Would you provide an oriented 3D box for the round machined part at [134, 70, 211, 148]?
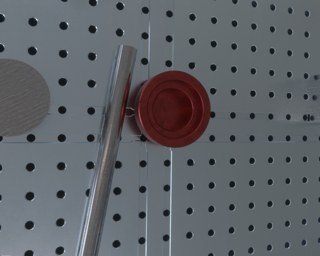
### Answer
[{"bbox_3d":[0.013,-0.024,0.409,0.099,0.042,0.097,0,90,-20],"label":"round machined part"}]

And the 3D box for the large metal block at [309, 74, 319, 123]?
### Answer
[{"bbox_3d":[0.290,-0.046,0.491,0.050,0.080,0.080,4,89,-20],"label":"large metal block"}]

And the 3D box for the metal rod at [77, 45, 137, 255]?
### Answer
[{"bbox_3d":[-0.068,0.044,0.387,0.025,0.025,0.298,12,86,-20],"label":"metal rod"}]

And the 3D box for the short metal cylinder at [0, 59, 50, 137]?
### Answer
[{"bbox_3d":[-0.163,-0.031,0.339,0.081,0.050,0.079,0,90,-20],"label":"short metal cylinder"}]
